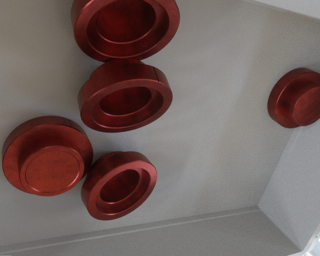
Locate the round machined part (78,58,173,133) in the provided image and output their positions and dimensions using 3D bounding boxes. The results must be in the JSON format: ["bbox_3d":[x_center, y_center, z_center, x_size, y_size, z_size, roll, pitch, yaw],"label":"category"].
[{"bbox_3d":[-0.039,-0.038,0.335,0.099,0.042,0.098,-15,153,-7],"label":"round machined part"}]

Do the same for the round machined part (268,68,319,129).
[{"bbox_3d":[0.224,-0.042,0.489,0.099,0.042,0.097,-10,121,-17],"label":"round machined part"}]

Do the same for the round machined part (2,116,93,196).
[{"bbox_3d":[-0.125,0.039,0.353,0.099,0.042,0.097,-14,124,-21],"label":"round machined part"}]

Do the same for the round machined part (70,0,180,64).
[{"bbox_3d":[-0.034,-0.108,0.293,0.099,0.042,0.098,-14,156,-6],"label":"round machined part"}]

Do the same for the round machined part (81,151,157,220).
[{"bbox_3d":[-0.056,0.069,0.402,0.099,0.042,0.097,-23,135,-25],"label":"round machined part"}]
